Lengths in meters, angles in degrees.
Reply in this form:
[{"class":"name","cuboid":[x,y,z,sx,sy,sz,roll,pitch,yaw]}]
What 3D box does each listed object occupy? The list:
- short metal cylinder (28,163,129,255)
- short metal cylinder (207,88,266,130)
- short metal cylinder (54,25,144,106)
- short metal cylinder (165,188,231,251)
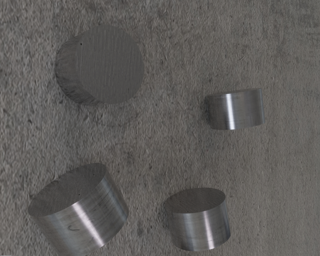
[{"class":"short metal cylinder","cuboid":[-0.078,0.078,0.304,0.080,0.080,0.050,-38,114,-33]},{"class":"short metal cylinder","cuboid":[0.113,-0.030,0.464,0.081,0.080,0.050,-15,100,-39]},{"class":"short metal cylinder","cuboid":[-0.065,-0.065,0.334,0.081,0.050,0.080,0,90,-40]},{"class":"short metal cylinder","cuboid":[0.050,0.118,0.411,0.081,0.080,0.050,-18,102,-39]}]
